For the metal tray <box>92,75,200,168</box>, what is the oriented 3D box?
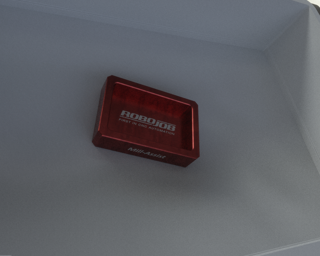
[{"bbox_3d":[-0.014,-0.008,0.399,0.131,0.030,0.090,15,56,-20],"label":"metal tray"}]
